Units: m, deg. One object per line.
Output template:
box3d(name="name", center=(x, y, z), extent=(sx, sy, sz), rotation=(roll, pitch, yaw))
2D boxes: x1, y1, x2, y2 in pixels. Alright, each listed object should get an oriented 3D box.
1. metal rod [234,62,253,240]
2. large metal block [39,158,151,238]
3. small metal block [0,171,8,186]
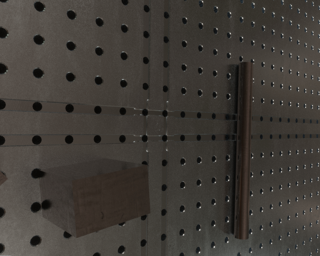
box3d(name="metal rod", center=(0.144, 0.037, 0.532), extent=(0.025, 0.025, 0.298), rotation=(3, 88, -40))
box3d(name="large metal block", center=(-0.068, 0.065, 0.318), extent=(0.081, 0.080, 0.050), rotation=(-6, 95, -40))
box3d(name="small metal block", center=(-0.172, 0.043, 0.266), extent=(0.050, 0.025, 0.050), rotation=(-48, 119, -29))
